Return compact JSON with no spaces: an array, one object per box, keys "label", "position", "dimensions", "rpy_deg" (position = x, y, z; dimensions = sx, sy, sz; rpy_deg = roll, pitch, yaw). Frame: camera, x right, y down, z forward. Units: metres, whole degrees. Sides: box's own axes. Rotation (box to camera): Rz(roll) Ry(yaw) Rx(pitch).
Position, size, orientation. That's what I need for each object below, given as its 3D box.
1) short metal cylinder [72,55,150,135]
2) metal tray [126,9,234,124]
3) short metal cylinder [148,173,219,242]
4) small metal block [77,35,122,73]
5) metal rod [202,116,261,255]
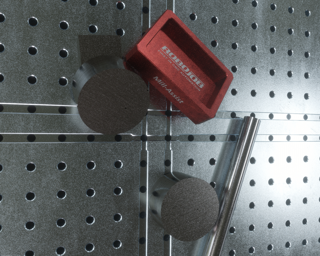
[{"label":"short metal cylinder","position":[-0.058,-0.039,0.361],"dimensions":[0.081,0.050,0.079],"rpy_deg":[-11,122,-17]},{"label":"metal tray","position":[0.031,-0.079,0.404],"dimensions":[0.130,0.030,0.090],"rpy_deg":[42,56,-15]},{"label":"short metal cylinder","position":[0.030,0.102,0.411],"dimensions":[0.081,0.050,0.079],"rpy_deg":[0,90,-20]},{"label":"small metal block","position":[-0.074,-0.087,0.385],"dimensions":[0.050,0.025,0.050],"rpy_deg":[-6,92,-20]},{"label":"metal rod","position":[0.091,0.127,0.446],"dimensions":[0.025,0.025,0.299],"rpy_deg":[21,83,-19]}]
